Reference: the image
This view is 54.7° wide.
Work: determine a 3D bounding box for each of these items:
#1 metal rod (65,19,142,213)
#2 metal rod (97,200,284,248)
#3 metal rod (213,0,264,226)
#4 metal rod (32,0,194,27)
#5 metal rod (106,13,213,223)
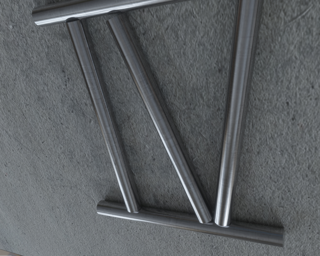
[{"bbox_3d":[-0.073,-0.001,0.443,0.025,0.025,0.298,1,119,27],"label":"metal rod"},{"bbox_3d":[0.030,0.143,0.478,0.301,0.025,0.025,1,119,27],"label":"metal rod"},{"bbox_3d":[0.086,0.002,0.362,0.025,0.025,0.298,12,124,21],"label":"metal rod"},{"bbox_3d":[-0.021,-0.140,0.331,0.301,0.025,0.025,1,119,27],"label":"metal rod"},{"bbox_3d":[0.008,0.001,0.403,0.025,0.025,0.299,-12,113,33],"label":"metal rod"}]
